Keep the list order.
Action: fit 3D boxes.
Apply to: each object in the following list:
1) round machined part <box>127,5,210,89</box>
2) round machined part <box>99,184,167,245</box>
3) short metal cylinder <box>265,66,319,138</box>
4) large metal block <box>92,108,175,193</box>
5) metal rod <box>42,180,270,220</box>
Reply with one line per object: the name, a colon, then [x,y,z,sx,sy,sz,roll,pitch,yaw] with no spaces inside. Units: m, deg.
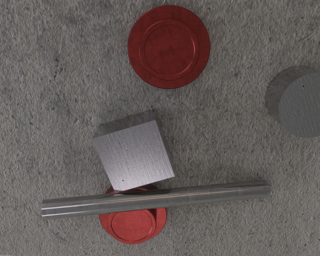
round machined part: [0.011,-0.093,0.366,0.099,0.042,0.097,0,110,0]
round machined part: [-0.039,0.127,0.447,0.099,0.042,0.097,0,110,0]
short metal cylinder: [0.179,-0.034,0.386,0.081,0.050,0.079,0,110,0]
large metal block: [-0.032,0.029,0.407,0.080,0.050,0.080,-17,109,6]
metal rod: [0.004,0.094,0.414,0.302,0.025,0.025,-3,111,-12]
